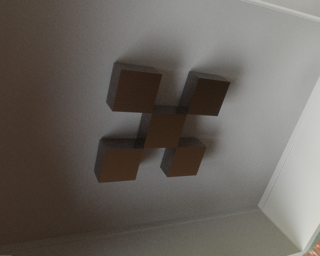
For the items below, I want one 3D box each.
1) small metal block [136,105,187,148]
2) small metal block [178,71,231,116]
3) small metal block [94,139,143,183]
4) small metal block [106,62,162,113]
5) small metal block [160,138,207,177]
[{"bbox_3d":[0.002,-0.002,0.405,0.050,0.025,0.050,0,118,-29],"label":"small metal block"},{"bbox_3d":[0.058,-0.045,0.409,0.050,0.025,0.050,2,117,-30],"label":"small metal block"},{"bbox_3d":[-0.054,0.042,0.402,0.050,0.025,0.050,1,118,-29],"label":"small metal block"},{"bbox_3d":[-0.031,-0.046,0.361,0.050,0.025,0.050,1,118,-29],"label":"small metal block"},{"bbox_3d":[0.033,0.042,0.450,0.050,0.025,0.050,1,118,-29],"label":"small metal block"}]
